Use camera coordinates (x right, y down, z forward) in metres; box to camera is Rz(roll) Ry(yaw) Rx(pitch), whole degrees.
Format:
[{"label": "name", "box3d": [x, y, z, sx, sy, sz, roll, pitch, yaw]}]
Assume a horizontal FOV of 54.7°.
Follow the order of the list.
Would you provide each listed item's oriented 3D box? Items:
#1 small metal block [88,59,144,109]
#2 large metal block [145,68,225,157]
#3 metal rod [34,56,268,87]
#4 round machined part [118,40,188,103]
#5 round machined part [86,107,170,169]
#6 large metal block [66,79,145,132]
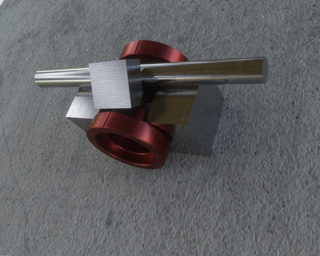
[{"label": "small metal block", "box3d": [-0.048, -0.048, 0.340, 0.050, 0.025, 0.050, 1, 103, 30]}, {"label": "large metal block", "box3d": [0.034, -0.021, 0.365, 0.050, 0.080, 0.080, 4, 64, 30]}, {"label": "metal rod", "box3d": [-0.034, -0.061, 0.358, 0.300, 0.025, 0.025, 3, 63, 29]}, {"label": "round machined part", "box3d": [-0.009, -0.065, 0.404, 0.098, 0.098, 0.042, 4, 65, 30]}, {"label": "round machined part", "box3d": [-0.034, 0.008, 0.371, 0.098, 0.098, 0.042, 5, 59, 30]}, {"label": "large metal block", "box3d": [-0.069, -0.029, 0.424, 0.050, 0.080, 0.080, 5, 64, 30]}]
